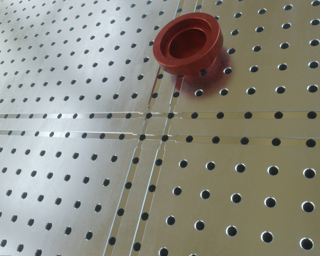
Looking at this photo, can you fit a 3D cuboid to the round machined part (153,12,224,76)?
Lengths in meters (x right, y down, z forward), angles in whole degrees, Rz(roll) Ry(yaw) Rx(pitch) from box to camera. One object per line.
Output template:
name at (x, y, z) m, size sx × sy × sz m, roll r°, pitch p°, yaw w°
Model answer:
round machined part at (0.043, -0.115, 0.444) m, size 0.098 × 0.042 × 0.098 m, roll -13°, pitch 56°, yaw 20°
